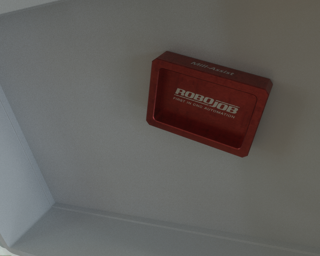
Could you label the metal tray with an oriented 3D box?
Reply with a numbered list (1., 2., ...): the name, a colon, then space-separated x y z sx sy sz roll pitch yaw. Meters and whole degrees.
1. metal tray: 0.051 -0.028 0.361 0.130 0.030 0.089 19 126 16
